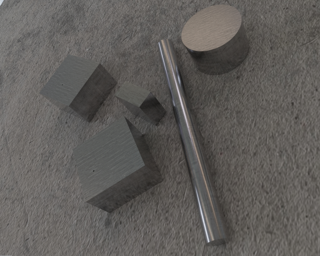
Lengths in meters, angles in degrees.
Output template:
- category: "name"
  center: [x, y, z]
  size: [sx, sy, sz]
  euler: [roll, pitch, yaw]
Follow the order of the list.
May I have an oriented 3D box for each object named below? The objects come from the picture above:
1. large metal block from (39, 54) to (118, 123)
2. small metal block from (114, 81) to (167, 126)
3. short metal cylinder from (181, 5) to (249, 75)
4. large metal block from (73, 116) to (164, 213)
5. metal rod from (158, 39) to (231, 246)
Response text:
- category: "large metal block"
  center: [-0.130, -0.065, 0.496]
  size: [0.080, 0.050, 0.080]
  euler: [22, 73, 36]
- category: "small metal block"
  center: [-0.026, -0.033, 0.422]
  size: [0.050, 0.050, 0.025]
  euler: [27, 77, 37]
- category: "short metal cylinder"
  center: [0.076, -0.119, 0.421]
  size: [0.080, 0.050, 0.080]
  euler: [-13, 56, 21]
- category: "large metal block"
  center: [-0.054, 0.046, 0.388]
  size: [0.080, 0.050, 0.080]
  euler: [-32, 52, 7]
- category: "metal rod"
  center: [0.033, -0.007, 0.391]
  size: [0.025, 0.025, 0.299]
  euler: [-22, 53, 15]
